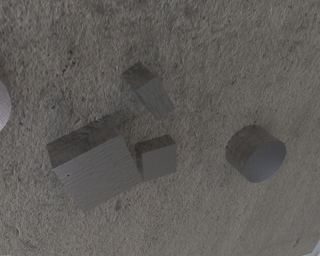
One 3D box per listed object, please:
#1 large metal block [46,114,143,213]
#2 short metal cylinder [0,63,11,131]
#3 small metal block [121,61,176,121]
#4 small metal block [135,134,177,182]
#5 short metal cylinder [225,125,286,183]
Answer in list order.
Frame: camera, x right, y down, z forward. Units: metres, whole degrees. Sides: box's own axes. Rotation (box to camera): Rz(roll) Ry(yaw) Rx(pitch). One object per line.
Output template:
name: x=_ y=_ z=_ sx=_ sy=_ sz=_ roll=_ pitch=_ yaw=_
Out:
large metal block: x=-0.077 y=0.043 z=0.375 sx=0.080 sy=0.050 sz=0.080 roll=-28 pitch=128 yaw=-11
short metal cylinder: x=-0.178 y=-0.030 z=0.275 sx=0.081 sy=0.050 sz=0.079 roll=-14 pitch=124 yaw=-21
small metal block: x=-0.013 y=-0.043 z=0.357 sx=0.025 sy=0.050 sz=0.050 roll=-38 pitch=129 yaw=-3
small metal block: x=-0.005 y=0.042 z=0.430 sx=0.050 sy=0.025 sz=0.050 roll=-15 pitch=125 yaw=-20
short metal cylinder: x=0.154 y=0.041 z=0.501 sx=0.081 sy=0.050 sz=0.079 roll=-14 pitch=124 yaw=-21
